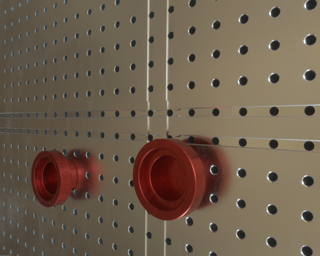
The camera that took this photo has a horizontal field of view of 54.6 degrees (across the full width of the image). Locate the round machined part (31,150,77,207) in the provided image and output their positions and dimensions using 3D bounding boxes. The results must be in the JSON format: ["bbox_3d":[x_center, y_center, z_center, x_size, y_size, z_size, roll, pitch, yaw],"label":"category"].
[{"bbox_3d":[-0.185,0.088,0.553,0.098,0.042,0.097,0,90,40],"label":"round machined part"}]

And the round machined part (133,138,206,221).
[{"bbox_3d":[0.016,0.061,0.386,0.098,0.042,0.097,0,90,40],"label":"round machined part"}]
